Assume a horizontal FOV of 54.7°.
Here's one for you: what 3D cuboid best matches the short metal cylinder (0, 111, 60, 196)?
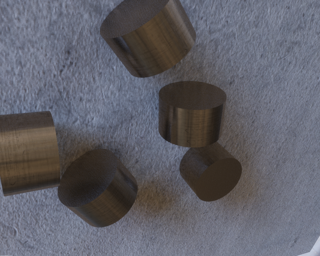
[{"bbox_3d":[-0.134,0.024,0.314,0.050,0.080,0.079,-7,122,-25],"label":"short metal cylinder"}]

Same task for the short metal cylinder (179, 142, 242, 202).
[{"bbox_3d":[0.077,0.065,0.476,0.081,0.050,0.079,-14,125,-21],"label":"short metal cylinder"}]

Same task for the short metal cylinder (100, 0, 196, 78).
[{"bbox_3d":[-0.011,-0.096,0.307,0.080,0.080,0.050,-39,130,-2],"label":"short metal cylinder"}]

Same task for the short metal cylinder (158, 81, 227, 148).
[{"bbox_3d":[0.038,-0.019,0.382,0.081,0.080,0.050,-13,124,-22],"label":"short metal cylinder"}]

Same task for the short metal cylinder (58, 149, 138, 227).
[{"bbox_3d":[-0.075,0.072,0.376,0.080,0.080,0.050,-36,130,-5],"label":"short metal cylinder"}]
